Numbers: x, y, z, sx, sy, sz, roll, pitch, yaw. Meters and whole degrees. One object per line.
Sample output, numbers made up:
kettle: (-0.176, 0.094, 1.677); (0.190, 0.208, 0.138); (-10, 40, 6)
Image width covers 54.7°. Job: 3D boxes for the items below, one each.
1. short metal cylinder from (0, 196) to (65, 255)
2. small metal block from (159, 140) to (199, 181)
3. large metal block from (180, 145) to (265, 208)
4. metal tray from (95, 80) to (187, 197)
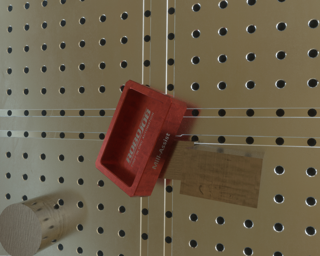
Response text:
short metal cylinder: (-0.193, 0.148, 0.467); (0.080, 0.050, 0.079); (0, 90, 20)
small metal block: (0.022, 0.041, 0.405); (0.050, 0.025, 0.050); (3, 91, 19)
large metal block: (0.075, 0.050, 0.357); (0.080, 0.080, 0.050); (7, 93, 20)
metal tray: (-0.028, 0.012, 0.401); (0.090, 0.030, 0.129); (29, 100, 41)
